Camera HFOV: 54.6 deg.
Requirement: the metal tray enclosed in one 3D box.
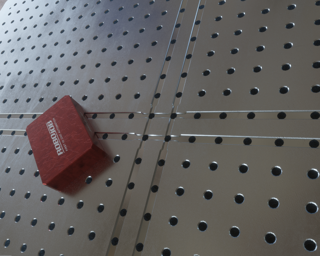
[{"bbox_3d":[-0.148,0.019,0.473,0.090,0.030,0.130,-39,51,2],"label":"metal tray"}]
